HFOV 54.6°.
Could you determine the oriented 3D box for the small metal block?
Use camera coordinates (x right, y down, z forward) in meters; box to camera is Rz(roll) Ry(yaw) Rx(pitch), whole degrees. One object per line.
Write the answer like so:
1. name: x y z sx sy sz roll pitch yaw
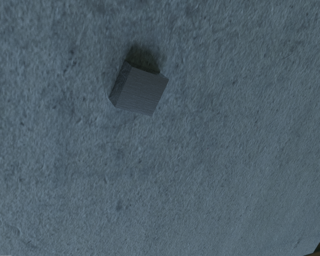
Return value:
1. small metal block: -0.025 -0.046 0.364 0.050 0.025 0.050 13 112 -34
